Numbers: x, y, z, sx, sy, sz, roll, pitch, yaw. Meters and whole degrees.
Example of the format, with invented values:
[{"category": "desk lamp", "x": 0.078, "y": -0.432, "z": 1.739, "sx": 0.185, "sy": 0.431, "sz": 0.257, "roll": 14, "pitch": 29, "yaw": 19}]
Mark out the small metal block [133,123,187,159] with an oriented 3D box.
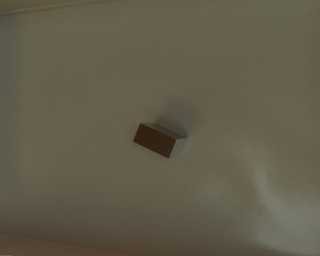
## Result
[{"category": "small metal block", "x": 0.002, "y": 0.015, "z": 0.396, "sx": 0.050, "sy": 0.050, "sz": 0.025, "roll": 24, "pitch": 98, "yaw": 18}]
